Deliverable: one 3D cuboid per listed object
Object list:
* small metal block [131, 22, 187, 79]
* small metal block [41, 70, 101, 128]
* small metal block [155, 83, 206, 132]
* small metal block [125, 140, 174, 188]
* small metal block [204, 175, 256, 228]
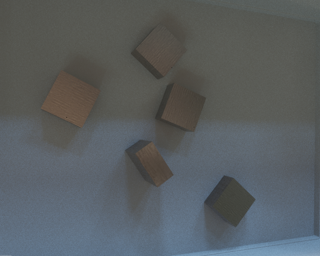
[{"bbox_3d":[-0.001,-0.101,0.410,0.050,0.025,0.050,43,77,-15],"label":"small metal block"},{"bbox_3d":[-0.107,-0.033,0.371,0.050,0.025,0.050,27,81,-18],"label":"small metal block"},{"bbox_3d":[0.028,-0.027,0.421,0.050,0.025,0.050,23,83,-19],"label":"small metal block"},{"bbox_3d":[-0.015,0.043,0.392,0.025,0.050,0.050,-36,102,-16],"label":"small metal block"},{"bbox_3d":[0.101,0.105,0.448,0.050,0.025,0.050,44,76,-15],"label":"small metal block"}]
